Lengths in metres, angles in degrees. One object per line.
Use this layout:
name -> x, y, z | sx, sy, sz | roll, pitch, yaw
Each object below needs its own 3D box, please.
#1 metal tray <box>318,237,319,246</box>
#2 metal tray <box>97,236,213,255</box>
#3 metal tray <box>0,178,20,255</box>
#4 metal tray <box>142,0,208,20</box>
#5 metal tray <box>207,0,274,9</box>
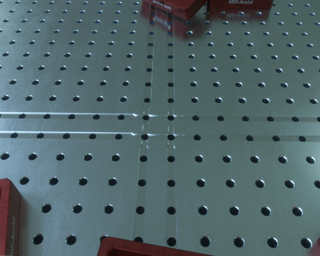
metal tray -> 0.241, 0.106, 0.316 | 0.131, 0.030, 0.090 | -32, 57, -24
metal tray -> 0.001, 0.155, 0.273 | 0.131, 0.030, 0.090 | 8, 50, 6
metal tray -> -0.191, 0.119, 0.303 | 0.091, 0.030, 0.130 | -11, 51, -9
metal tray -> 0.032, -0.273, 0.611 | 0.130, 0.030, 0.090 | 34, 77, 28
metal tray -> 0.162, -0.285, 0.645 | 0.131, 0.030, 0.090 | 2, 50, 1
